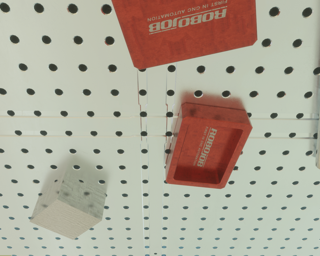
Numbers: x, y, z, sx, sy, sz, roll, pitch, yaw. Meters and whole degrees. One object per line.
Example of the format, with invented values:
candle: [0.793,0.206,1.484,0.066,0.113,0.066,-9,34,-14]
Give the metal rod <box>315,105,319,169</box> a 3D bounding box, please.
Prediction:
metal rod: [0.205,-0.056,0.365,0.025,0.025,0.299,-12,130,9]

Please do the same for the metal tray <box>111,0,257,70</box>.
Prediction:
metal tray: [0.026,-0.116,0.310,0.131,0.030,0.090,-11,130,8]

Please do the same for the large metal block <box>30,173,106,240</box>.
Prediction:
large metal block: [-0.148,0.130,0.504,0.080,0.050,0.080,36,121,-27]

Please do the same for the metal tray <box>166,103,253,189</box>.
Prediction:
metal tray: [0.063,0.030,0.434,0.091,0.030,0.129,7,130,-6]
